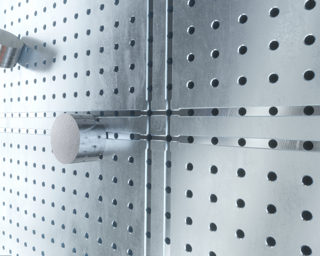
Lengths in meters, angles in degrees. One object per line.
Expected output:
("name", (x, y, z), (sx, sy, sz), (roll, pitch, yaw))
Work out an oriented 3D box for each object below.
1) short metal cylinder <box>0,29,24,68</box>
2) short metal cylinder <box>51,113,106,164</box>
("short metal cylinder", (-0.337, -0.169, 0.652), (0.080, 0.081, 0.050), (48, 118, 29))
("short metal cylinder", (-0.133, 0.017, 0.503), (0.080, 0.050, 0.080), (0, 90, 40))
